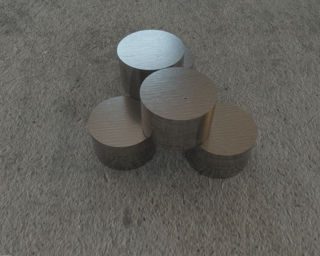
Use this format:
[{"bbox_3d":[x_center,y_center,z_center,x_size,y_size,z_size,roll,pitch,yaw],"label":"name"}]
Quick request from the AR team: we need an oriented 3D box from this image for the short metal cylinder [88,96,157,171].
[{"bbox_3d":[-0.044,0.006,0.383,0.080,0.050,0.080,0,50,0],"label":"short metal cylinder"}]

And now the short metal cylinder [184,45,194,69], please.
[{"bbox_3d":[0.009,-0.085,0.460,0.080,0.050,0.080,0,50,0],"label":"short metal cylinder"}]

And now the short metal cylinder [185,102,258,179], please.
[{"bbox_3d":[0.072,0.015,0.376,0.080,0.050,0.080,0,50,0],"label":"short metal cylinder"}]

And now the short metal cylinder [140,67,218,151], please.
[{"bbox_3d":[0.019,-0.022,0.341,0.081,0.050,0.080,1,50,0],"label":"short metal cylinder"}]

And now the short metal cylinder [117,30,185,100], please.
[{"bbox_3d":[-0.011,-0.079,0.389,0.080,0.050,0.080,0,50,0],"label":"short metal cylinder"}]
